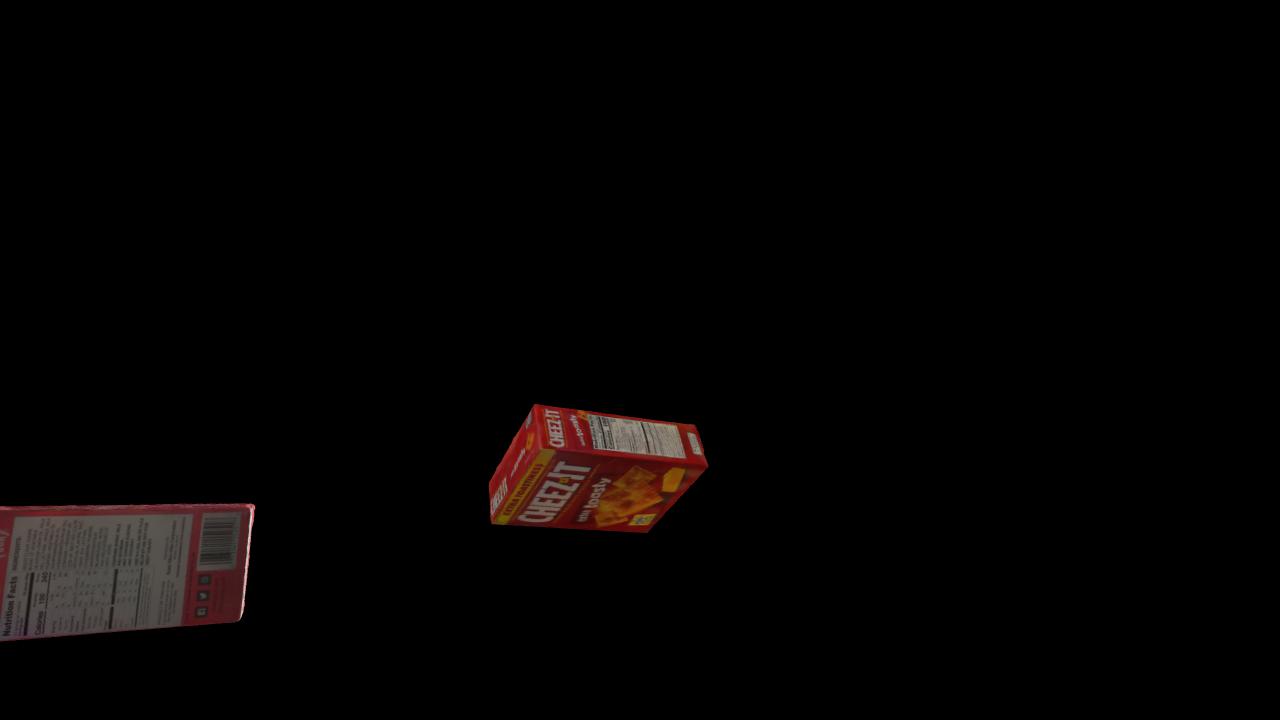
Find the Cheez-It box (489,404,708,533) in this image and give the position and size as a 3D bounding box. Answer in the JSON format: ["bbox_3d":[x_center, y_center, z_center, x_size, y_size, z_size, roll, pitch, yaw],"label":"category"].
[{"bbox_3d":[-0.053,0.140,0.754,0.223,0.071,0.166,12,-48,-28],"label":"Cheez-It box"}]

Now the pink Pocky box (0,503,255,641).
[{"bbox_3d":[-0.363,0.144,0.429,0.155,0.084,0.029,5,-6,-25],"label":"pink Pocky box"}]
